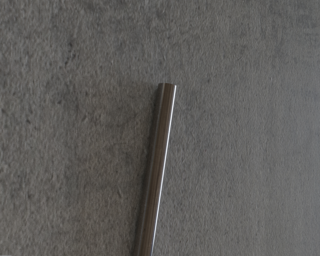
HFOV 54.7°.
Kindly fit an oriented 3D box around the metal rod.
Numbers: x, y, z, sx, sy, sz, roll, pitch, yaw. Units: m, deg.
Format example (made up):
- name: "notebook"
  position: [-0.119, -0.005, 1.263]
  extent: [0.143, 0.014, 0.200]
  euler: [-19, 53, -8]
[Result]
- name: "metal rod"
  position: [-0.011, 0.090, 0.397]
  extent: [0.025, 0.025, 0.298]
  euler: [14, 81, -40]
